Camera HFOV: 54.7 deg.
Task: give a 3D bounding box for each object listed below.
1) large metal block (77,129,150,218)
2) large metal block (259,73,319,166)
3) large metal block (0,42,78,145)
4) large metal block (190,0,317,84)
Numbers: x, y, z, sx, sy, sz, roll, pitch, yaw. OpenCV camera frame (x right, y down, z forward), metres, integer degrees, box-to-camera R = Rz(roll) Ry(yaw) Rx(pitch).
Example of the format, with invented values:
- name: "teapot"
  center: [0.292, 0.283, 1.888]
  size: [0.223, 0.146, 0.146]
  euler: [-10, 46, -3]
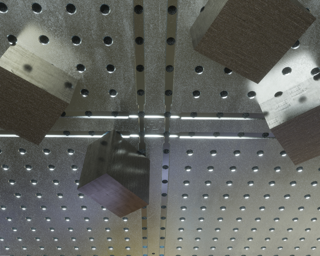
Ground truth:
- name: "large metal block"
  center: [-0.059, 0.063, 0.429]
  size: [0.050, 0.080, 0.080]
  euler: [-31, 124, 23]
- name: "large metal block"
  center: [0.186, -0.009, 0.391]
  size: [0.080, 0.050, 0.080]
  euler: [-30, 124, 22]
- name: "large metal block"
  center: [-0.156, -0.037, 0.361]
  size: [0.080, 0.050, 0.080]
  euler: [31, 123, -24]
- name: "large metal block"
  center: [0.087, -0.103, 0.309]
  size: [0.080, 0.050, 0.080]
  euler: [23, 126, -19]
